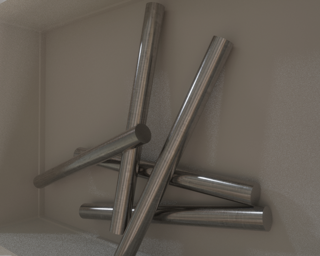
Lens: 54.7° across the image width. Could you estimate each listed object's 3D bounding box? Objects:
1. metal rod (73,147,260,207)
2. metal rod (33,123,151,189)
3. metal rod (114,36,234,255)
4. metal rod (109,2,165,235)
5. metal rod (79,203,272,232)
[{"bbox_3d":[-0.016,0.057,0.416,0.300,0.025,0.025,6,94,39],"label":"metal rod"},{"bbox_3d":[-0.120,0.053,0.469,0.299,0.025,0.025,-25,75,42],"label":"metal rod"},{"bbox_3d":[0.011,0.037,0.368,0.025,0.025,0.298,30,101,35],"label":"metal rod"},{"bbox_3d":[-0.030,-0.013,0.405,0.025,0.025,0.298,9,89,39],"label":"metal rod"},{"bbox_3d":[-0.006,0.113,0.408,0.300,0.025,0.025,-10,84,39],"label":"metal rod"}]
